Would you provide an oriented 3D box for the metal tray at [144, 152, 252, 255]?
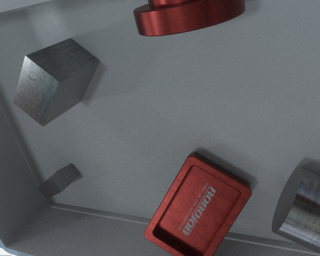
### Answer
[{"bbox_3d":[0.048,0.109,0.409,0.090,0.030,0.129,30,100,8],"label":"metal tray"}]

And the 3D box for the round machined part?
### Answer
[{"bbox_3d":[0.024,-0.117,0.276,0.098,0.098,0.042,1,120,27],"label":"round machined part"}]

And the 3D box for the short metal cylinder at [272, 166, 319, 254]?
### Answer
[{"bbox_3d":[0.164,0.089,0.342,0.050,0.080,0.079,23,127,14],"label":"short metal cylinder"}]

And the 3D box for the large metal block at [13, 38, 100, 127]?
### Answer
[{"bbox_3d":[-0.134,-0.061,0.404,0.050,0.080,0.080,39,129,2],"label":"large metal block"}]

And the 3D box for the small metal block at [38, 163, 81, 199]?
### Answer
[{"bbox_3d":[-0.175,0.092,0.539,0.050,0.050,0.025,-28,103,37],"label":"small metal block"}]
